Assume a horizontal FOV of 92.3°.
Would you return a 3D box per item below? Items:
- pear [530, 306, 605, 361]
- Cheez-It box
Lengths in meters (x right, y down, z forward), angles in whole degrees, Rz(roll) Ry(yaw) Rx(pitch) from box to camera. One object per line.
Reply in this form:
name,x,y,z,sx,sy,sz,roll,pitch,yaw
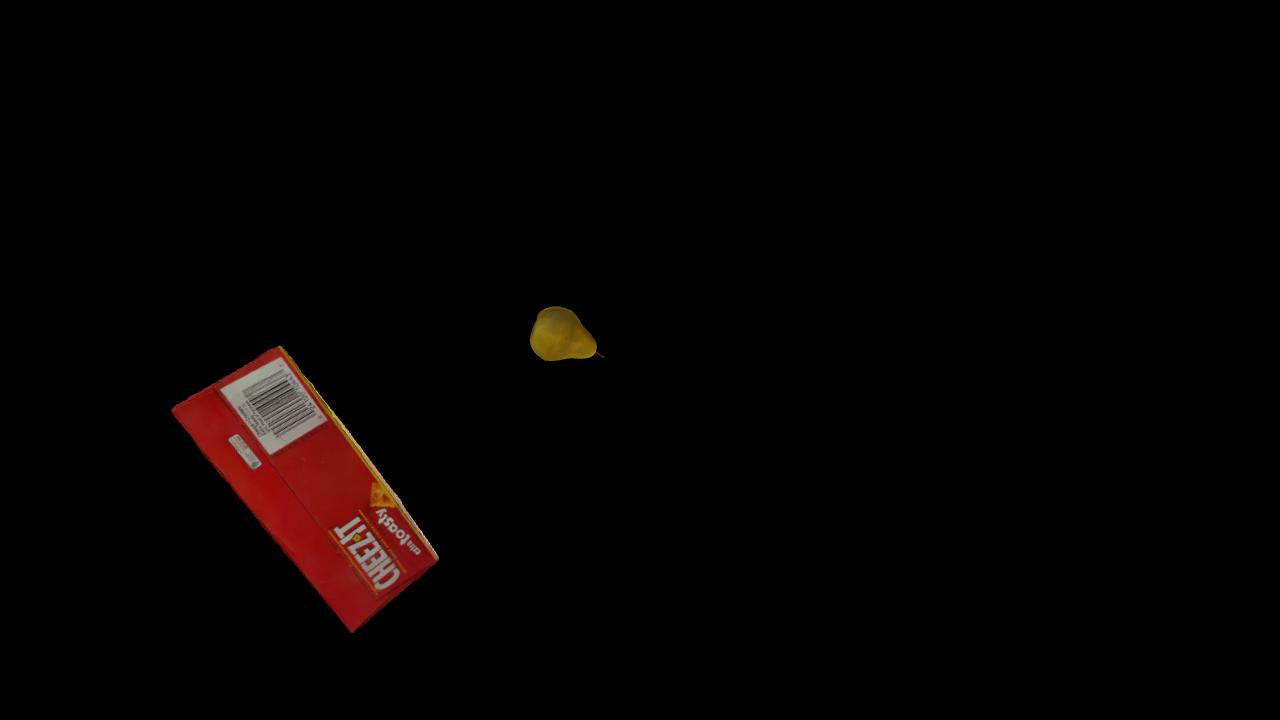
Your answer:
pear,-0.096,-0.028,0.862,0.111,0.080,0.080,18,-4,-13
Cheez-It box,-0.238,0.088,0.452,0.071,0.166,0.223,-38,11,-26
